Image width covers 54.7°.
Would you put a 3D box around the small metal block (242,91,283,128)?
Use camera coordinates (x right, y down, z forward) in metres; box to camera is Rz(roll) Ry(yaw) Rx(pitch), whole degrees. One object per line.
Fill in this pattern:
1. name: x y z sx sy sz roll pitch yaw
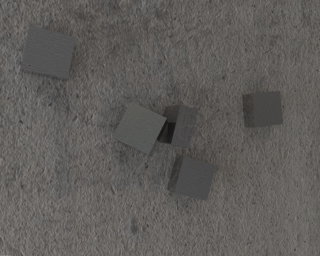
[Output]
1. small metal block: 0.154 -0.028 0.466 0.050 0.025 0.050 -6 92 -20

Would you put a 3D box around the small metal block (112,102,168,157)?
1. small metal block: -0.024 0.002 0.389 0.050 0.025 0.050 25 81 9

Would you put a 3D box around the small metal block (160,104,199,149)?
1. small metal block: 0.022 -0.002 0.404 0.025 0.050 0.050 16 85 -20

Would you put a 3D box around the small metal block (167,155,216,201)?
1. small metal block: 0.043 0.068 0.425 0.050 0.025 0.050 17 84 -19

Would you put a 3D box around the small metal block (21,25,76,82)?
1. small metal block: -0.129 -0.085 0.361 0.050 0.025 0.050 11 87 -20
